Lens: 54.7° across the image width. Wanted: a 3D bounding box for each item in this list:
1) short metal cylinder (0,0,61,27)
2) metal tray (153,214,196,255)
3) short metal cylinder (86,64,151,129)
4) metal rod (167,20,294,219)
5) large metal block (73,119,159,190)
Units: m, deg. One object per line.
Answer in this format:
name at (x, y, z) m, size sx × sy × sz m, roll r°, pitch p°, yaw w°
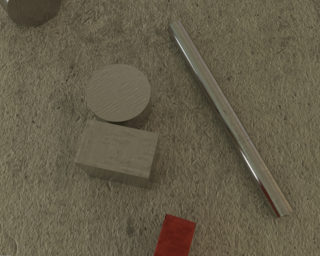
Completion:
short metal cylinder at (-0.193, -0.195, 0.449) m, size 0.080 × 0.080 × 0.050 m, roll -36°, pitch 74°, yaw -12°
metal tray at (0.001, 0.158, 0.315) m, size 0.030 × 0.090 × 0.130 m, roll 17°, pitch 71°, yaw 6°
short metal cylinder at (-0.052, -0.037, 0.408) m, size 0.081 × 0.050 × 0.080 m, roll 0°, pitch 70°, yaw 0°
metal rod at (0.086, -0.024, 0.417) m, size 0.025 × 0.025 × 0.299 m, roll -24°, pitch 72°, yaw -8°
large metal block at (-0.046, 0.034, 0.366) m, size 0.080 × 0.080 × 0.050 m, roll 12°, pitch 71°, yaw 4°
